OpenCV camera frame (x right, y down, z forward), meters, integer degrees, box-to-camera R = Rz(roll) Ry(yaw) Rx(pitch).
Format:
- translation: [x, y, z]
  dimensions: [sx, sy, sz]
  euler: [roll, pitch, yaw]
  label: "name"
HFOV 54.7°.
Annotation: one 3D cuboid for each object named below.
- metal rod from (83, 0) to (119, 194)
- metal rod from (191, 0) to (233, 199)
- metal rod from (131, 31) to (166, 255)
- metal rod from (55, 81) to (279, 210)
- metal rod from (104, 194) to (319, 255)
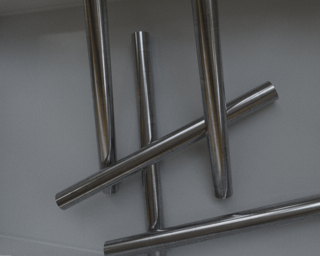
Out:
- translation: [-0.070, -0.049, 0.371]
  dimensions: [0.025, 0.025, 0.298]
  euler: [10, 117, 19]
  label: "metal rod"
- translation: [0.054, -0.055, 0.326]
  dimensions: [0.025, 0.025, 0.298]
  euler: [-1, 115, 20]
  label: "metal rod"
- translation: [-0.015, 0.022, 0.414]
  dimensions: [0.025, 0.025, 0.298]
  euler: [-5, 88, 19]
  label: "metal rod"
- translation: [0.002, 0.026, 0.385]
  dimensions: [0.301, 0.025, 0.025]
  euler: [-28, 81, 8]
  label: "metal rod"
- translation: [0.075, 0.117, 0.366]
  dimensions: [0.301, 0.025, 0.025]
  euler: [-16, 85, 12]
  label: "metal rod"
